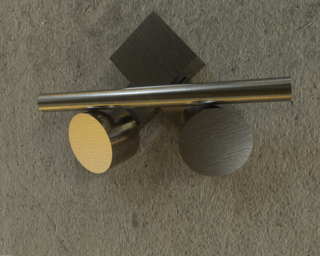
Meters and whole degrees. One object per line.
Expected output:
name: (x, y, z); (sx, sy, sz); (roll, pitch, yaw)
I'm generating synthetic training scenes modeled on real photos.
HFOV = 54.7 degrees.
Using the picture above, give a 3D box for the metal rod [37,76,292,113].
metal rod: (-0.011, -0.036, 0.359); (0.301, 0.025, 0.025); (-1, 90, 19)

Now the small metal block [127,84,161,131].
small metal block: (-0.032, -0.029, 0.422); (0.050, 0.025, 0.050); (-45, 76, 13)

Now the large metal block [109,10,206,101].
large metal block: (-0.002, -0.085, 0.395); (0.080, 0.050, 0.080); (-44, 77, 14)

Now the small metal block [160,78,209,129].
small metal block: (0.036, -0.027, 0.397); (0.050, 0.025, 0.050); (-45, 76, 14)

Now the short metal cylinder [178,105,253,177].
short metal cylinder: (0.061, 0.009, 0.360); (0.080, 0.050, 0.079); (0, 108, 1)

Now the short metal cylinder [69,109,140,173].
short metal cylinder: (-0.074, 0.013, 0.407); (0.080, 0.050, 0.079); (15, 115, 34)
